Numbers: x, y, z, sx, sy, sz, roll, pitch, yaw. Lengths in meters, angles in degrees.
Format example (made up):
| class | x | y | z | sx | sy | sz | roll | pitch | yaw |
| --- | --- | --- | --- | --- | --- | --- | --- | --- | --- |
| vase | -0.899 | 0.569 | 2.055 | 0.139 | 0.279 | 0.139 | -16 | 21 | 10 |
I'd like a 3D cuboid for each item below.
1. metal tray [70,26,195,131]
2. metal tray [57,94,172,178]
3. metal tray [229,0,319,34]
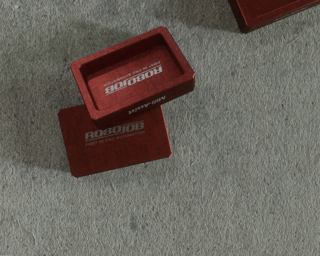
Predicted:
| class | x | y | z | sx | sy | sz | roll | pitch | yaw |
| --- | --- | --- | --- | --- | --- | --- | --- | --- | --- |
| metal tray | -0.033 | -0.064 | 0.383 | 0.131 | 0.030 | 0.090 | -24 | 65 | -6 |
| metal tray | -0.057 | 0.007 | 0.407 | 0.131 | 0.030 | 0.089 | -13 | 90 | 0 |
| metal tray | 0.156 | -0.192 | 0.408 | 0.131 | 0.030 | 0.090 | -22 | 90 | 0 |
